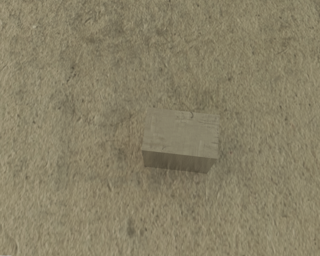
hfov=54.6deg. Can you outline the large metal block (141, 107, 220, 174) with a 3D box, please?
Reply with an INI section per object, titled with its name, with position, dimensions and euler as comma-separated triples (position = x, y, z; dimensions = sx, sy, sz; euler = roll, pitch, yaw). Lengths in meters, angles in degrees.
[large metal block]
position = 0.023, 0.018, 0.373
dimensions = 0.080, 0.080, 0.050
euler = 6, 70, 2
